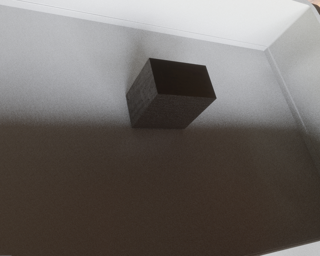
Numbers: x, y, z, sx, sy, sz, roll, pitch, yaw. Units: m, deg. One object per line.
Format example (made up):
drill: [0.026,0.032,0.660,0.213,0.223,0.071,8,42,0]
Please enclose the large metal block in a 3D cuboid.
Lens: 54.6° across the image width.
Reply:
large metal block: [0.011,-0.040,0.397,0.081,0.080,0.050,1,61,-28]
